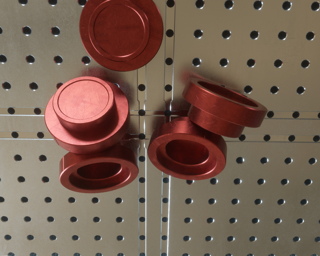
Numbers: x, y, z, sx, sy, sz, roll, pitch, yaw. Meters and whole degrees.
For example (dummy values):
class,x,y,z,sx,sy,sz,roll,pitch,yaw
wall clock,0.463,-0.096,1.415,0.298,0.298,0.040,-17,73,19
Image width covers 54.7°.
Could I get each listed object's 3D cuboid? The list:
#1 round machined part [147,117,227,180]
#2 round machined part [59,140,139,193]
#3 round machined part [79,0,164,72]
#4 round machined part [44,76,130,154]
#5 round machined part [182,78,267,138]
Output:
class,x,y,z,sx,sy,sz,roll,pitch,yaw
round machined part,0.036,0.023,0.398,0.099,0.042,0.097,8,140,7
round machined part,-0.079,0.045,0.403,0.099,0.042,0.098,-9,146,-6
round machined part,-0.045,-0.114,0.362,0.099,0.042,0.097,0,110,-1
round machined part,-0.086,-0.022,0.363,0.099,0.098,0.042,0,147,-1
round machined part,0.072,-0.022,0.367,0.099,0.098,0.042,19,108,-7
